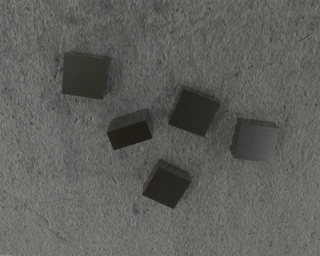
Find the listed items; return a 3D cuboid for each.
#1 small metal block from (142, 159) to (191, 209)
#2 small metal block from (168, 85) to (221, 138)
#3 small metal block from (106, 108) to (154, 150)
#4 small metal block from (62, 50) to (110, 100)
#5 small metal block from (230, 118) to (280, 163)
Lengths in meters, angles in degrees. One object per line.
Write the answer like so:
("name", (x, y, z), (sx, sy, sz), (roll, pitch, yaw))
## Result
("small metal block", (0.009, 0.079, 0.439), (0.050, 0.025, 0.050), (27, 108, -10))
("small metal block", (0.043, -0.022, 0.402), (0.050, 0.025, 0.050), (20, 109, -8))
("small metal block", (-0.037, 0.000, 0.396), (0.050, 0.050, 0.025), (-17, 109, 6))
("small metal block", (-0.092, -0.066, 0.385), (0.050, 0.025, 0.050), (9, 110, -4))
("small metal block", (0.127, 0.016, 0.417), (0.050, 0.025, 0.050), (7, 110, -3))
